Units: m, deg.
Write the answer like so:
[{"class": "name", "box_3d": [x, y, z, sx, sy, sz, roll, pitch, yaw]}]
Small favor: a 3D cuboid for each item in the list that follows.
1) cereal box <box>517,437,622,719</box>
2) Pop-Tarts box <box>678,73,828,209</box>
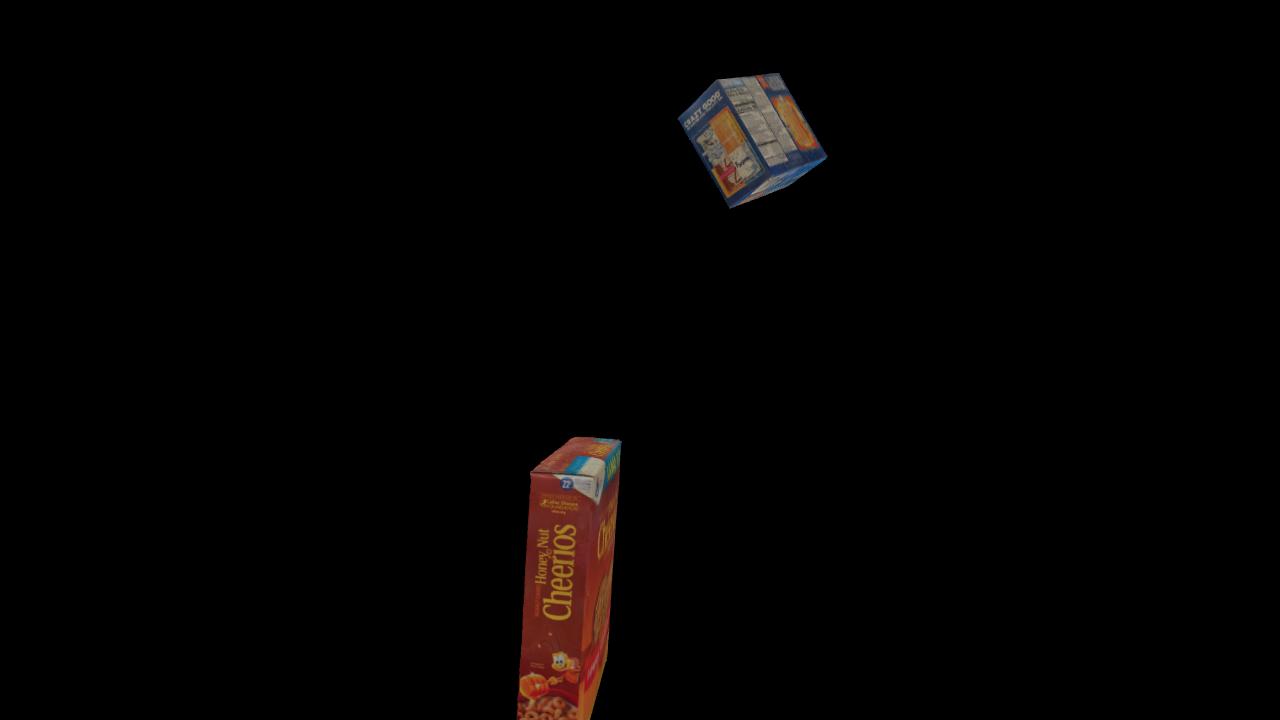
[{"class": "cereal box", "box_3d": [-0.078, 0.257, 0.730, 0.081, 0.306, 0.203, 5, 3, 5]}, {"class": "Pop-Tarts box", "box_3d": [0.156, -0.300, 0.836, 0.167, 0.141, 0.083, -31, 1, -44]}]
